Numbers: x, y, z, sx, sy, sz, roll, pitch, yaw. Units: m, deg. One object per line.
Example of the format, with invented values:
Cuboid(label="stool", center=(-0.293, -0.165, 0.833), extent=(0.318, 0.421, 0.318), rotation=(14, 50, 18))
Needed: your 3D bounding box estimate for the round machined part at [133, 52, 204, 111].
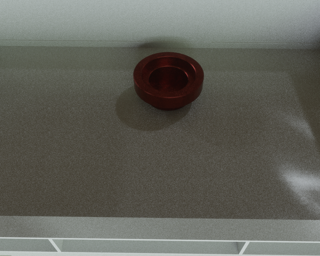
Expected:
Cuboid(label="round machined part", center=(0.012, -0.063, 0.447), extent=(0.099, 0.042, 0.098), rotation=(0, 50, 0))
